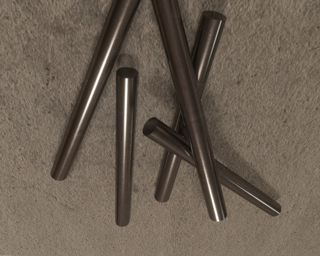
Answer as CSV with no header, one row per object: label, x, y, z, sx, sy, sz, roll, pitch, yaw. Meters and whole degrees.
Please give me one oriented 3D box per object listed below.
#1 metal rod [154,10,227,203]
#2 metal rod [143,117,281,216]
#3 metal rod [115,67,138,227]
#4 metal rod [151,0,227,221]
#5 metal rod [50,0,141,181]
metal rod,0.029,-0.001,0.406,0.025,0.025,0.298,7,130,-7
metal rod,0.092,0.068,0.446,0.025,0.025,0.301,-36,128,26
metal rod,-0.052,0.050,0.448,0.025,0.025,0.298,4,130,-4
metal rod,0.040,-0.009,0.358,0.025,0.025,0.298,-12,117,10
metal rod,-0.087,-0.034,0.376,0.025,0.025,0.298,19,127,-16
